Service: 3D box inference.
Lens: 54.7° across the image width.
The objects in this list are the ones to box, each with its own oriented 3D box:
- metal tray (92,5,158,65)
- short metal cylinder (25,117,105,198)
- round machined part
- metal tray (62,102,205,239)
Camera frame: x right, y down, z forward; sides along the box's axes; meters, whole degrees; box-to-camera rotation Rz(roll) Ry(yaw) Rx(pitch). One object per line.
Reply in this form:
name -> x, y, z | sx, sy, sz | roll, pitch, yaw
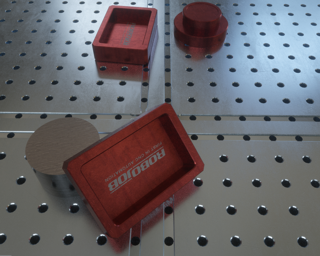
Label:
metal tray -> -0.057, -0.166, 0.543 | 0.091, 0.030, 0.130 | 6, 50, 4
short metal cylinder -> -0.107, 0.034, 0.362 | 0.081, 0.050, 0.080 | 1, 50, 0
round machined part -> 0.074, -0.192, 0.559 | 0.099, 0.042, 0.098 | 0, 50, 0
metal tray -> -0.024, 0.041, 0.335 | 0.131, 0.030, 0.090 | -33, 100, -25
